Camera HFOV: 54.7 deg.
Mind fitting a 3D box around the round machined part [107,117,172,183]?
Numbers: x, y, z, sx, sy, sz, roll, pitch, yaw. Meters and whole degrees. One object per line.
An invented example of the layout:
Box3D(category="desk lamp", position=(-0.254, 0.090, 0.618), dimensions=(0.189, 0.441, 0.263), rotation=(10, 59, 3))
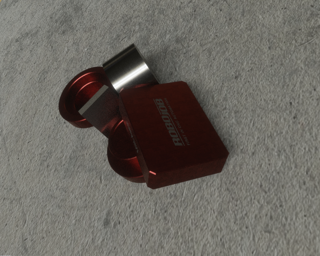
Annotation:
Box3D(category="round machined part", position=(-0.026, 0.017, 0.396), dimensions=(0.098, 0.042, 0.098), rotation=(-13, 56, 20))

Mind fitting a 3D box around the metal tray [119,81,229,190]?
Box3D(category="metal tray", position=(0.011, 0.001, 0.366), dimensions=(0.091, 0.030, 0.130), rotation=(-11, 50, -17))

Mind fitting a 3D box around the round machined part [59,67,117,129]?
Box3D(category="round machined part", position=(-0.100, -0.042, 0.471), dimensions=(0.098, 0.042, 0.098), rotation=(-13, 56, 20))

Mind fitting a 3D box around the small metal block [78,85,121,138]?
Box3D(category="small metal block", position=(-0.071, -0.022, 0.415), dimensions=(0.050, 0.050, 0.025), rotation=(-47, 27, -6))

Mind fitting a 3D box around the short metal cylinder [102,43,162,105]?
Box3D(category="short metal cylinder", position=(-0.035, -0.070, 0.431), dimensions=(0.050, 0.080, 0.080), rotation=(-33, 52, 7))
